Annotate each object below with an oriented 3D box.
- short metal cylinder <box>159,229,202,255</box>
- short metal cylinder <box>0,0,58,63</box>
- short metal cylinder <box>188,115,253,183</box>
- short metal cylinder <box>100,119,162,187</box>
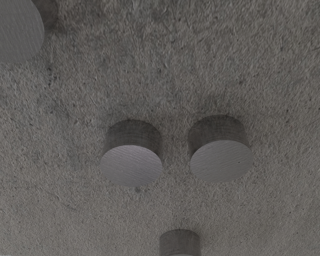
[{"bbox_3d":[0.039,0.238,0.594,0.081,0.050,0.079,0,130,0],"label":"short metal cylinder"},{"bbox_3d":[-0.145,-0.110,0.296,0.081,0.050,0.079,0,130,0],"label":"short metal cylinder"},{"bbox_3d":[0.079,0.029,0.416,0.081,0.050,0.079,0,130,0],"label":"short metal cylinder"},{"bbox_3d":[-0.037,0.035,0.420,0.081,0.050,0.079,0,130,0],"label":"short metal cylinder"}]
